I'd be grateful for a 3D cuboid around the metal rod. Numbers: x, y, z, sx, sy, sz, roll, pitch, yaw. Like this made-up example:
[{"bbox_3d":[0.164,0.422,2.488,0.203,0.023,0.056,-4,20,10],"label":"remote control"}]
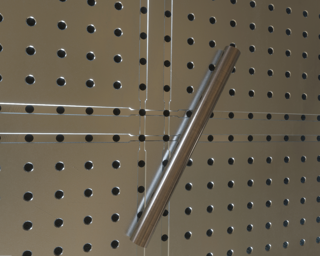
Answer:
[{"bbox_3d":[0.039,0.018,0.428,0.025,0.025,0.299,30,80,-18],"label":"metal rod"}]
